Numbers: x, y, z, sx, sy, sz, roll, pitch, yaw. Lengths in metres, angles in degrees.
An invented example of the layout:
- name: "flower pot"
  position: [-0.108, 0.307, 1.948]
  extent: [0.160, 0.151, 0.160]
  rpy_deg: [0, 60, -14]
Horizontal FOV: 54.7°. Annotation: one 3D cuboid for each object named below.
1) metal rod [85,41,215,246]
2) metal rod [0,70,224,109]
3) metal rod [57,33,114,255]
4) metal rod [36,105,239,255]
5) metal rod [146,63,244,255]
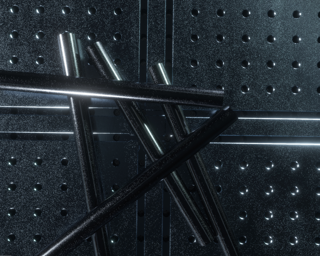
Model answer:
- name: "metal rod"
  position: [-0.013, 0.021, 0.413]
  extent: [0.025, 0.025, 0.299]
  rpy_deg: [-30, 90, 0]
- name: "metal rod"
  position: [-0.073, -0.049, 0.388]
  extent: [0.302, 0.025, 0.025]
  rpy_deg: [5, 90, -1]
- name: "metal rod"
  position: [-0.099, 0.025, 0.411]
  extent: [0.025, 0.025, 0.298]
  rpy_deg: [-10, 90, 0]
- name: "metal rod"
  position: [-0.028, 0.073, 0.388]
  extent: [0.300, 0.025, 0.025]
  rpy_deg: [-38, 90, -1]
- name: "metal rod"
  position: [0.051, 0.056, 0.414]
  extent: [0.025, 0.025, 0.299]
  rpy_deg: [-23, 90, 0]
